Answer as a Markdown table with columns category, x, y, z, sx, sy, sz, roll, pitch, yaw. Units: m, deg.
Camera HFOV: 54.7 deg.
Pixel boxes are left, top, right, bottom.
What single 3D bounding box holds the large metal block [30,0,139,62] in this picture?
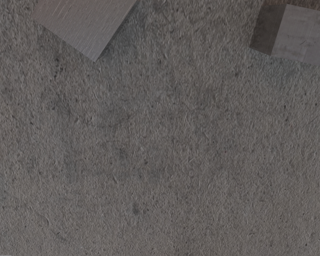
| category | x | y | z | sx | sy | sz | roll | pitch | yaw |
| --- | --- | --- | --- | --- | --- | --- | --- | --- | --- |
| large metal block | -0.080 | -0.133 | 0.346 | 0.080 | 0.050 | 0.080 | 35 | 106 | -12 |

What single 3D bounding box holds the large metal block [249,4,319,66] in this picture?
| category | x | y | z | sx | sy | sz | roll | pitch | yaw |
| --- | --- | --- | --- | --- | --- | --- | --- | --- | --- |
| large metal block | 0.156 | -0.102 | 0.344 | 0.081 | 0.080 | 0.050 | 10 | 110 | -4 |
